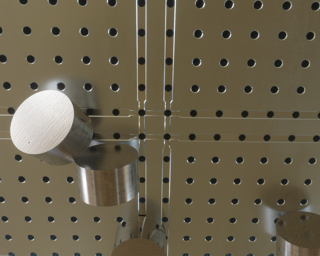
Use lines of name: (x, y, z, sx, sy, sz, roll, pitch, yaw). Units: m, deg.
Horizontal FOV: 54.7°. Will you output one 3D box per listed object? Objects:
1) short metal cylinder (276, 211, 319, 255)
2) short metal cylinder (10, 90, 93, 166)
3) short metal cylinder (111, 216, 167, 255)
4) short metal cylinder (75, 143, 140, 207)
short metal cylinder: (0.211, 0.166, 0.448, 0.080, 0.080, 0.050, -8, 110, 2)
short metal cylinder: (-0.129, 0.001, 0.376, 0.080, 0.050, 0.080, -5, 67, 12)
short metal cylinder: (-0.030, 0.182, 0.467, 0.081, 0.050, 0.079, 0, 110, -1)
short metal cylinder: (-0.068, 0.058, 0.405, 0.081, 0.080, 0.050, -1, 110, 0)
